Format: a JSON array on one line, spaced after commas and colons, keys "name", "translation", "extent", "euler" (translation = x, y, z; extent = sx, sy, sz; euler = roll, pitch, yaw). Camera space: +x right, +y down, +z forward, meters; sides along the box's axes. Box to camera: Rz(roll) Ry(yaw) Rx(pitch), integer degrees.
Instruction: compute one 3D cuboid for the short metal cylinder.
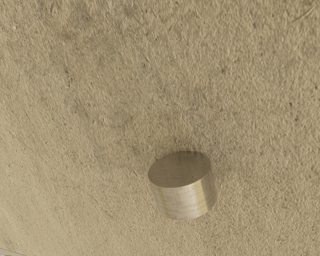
[{"name": "short metal cylinder", "translation": [0.029, 0.072, 0.401], "extent": [0.080, 0.080, 0.050], "euler": [0, 118, 28]}]
